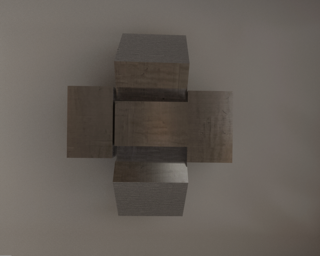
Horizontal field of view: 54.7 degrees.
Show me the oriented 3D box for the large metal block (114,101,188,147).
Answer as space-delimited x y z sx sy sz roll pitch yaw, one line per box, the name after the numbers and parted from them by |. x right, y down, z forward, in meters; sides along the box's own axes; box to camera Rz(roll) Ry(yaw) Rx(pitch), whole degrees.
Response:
-0.010 -0.005 0.383 0.081 0.080 0.050 1 90 0 | large metal block

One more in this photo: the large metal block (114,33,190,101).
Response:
-0.009 -0.075 0.376 0.081 0.080 0.050 2 128 0 | large metal block

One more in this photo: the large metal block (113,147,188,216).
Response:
-0.011 0.066 0.376 0.081 0.080 0.050 1 48 -1 | large metal block

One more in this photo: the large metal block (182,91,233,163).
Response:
0.056 -0.002 0.383 0.050 0.080 0.080 1 90 0 | large metal block

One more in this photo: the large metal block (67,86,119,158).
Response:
-0.077 -0.007 0.382 0.050 0.080 0.080 1 90 0 | large metal block
